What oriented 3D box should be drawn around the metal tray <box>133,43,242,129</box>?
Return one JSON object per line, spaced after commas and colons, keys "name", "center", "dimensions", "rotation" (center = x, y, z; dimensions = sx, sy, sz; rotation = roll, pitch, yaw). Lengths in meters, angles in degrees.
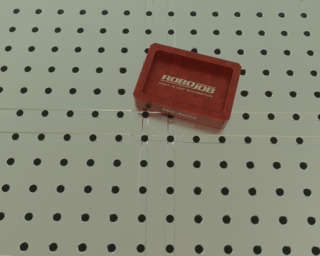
{"name": "metal tray", "center": [0.038, -0.060, 0.431], "dimensions": [0.131, 0.030, 0.090], "rotation": [15, 71, 5]}
